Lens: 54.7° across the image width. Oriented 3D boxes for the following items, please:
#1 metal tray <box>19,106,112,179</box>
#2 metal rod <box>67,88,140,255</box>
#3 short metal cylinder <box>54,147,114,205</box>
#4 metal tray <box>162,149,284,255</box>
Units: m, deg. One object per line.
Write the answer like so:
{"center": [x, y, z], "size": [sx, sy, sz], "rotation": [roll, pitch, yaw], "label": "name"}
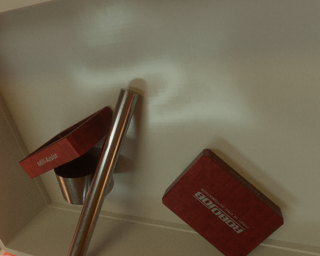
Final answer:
{"center": [-0.131, 0.021, 0.446], "size": [0.130, 0.090, 0.030], "rotation": [-24, 105, 36], "label": "metal tray"}
{"center": [-0.087, 0.090, 0.429], "size": [0.025, 0.025, 0.298], "rotation": [22, 101, 14], "label": "metal rod"}
{"center": [-0.115, 0.072, 0.476], "size": [0.080, 0.080, 0.050], "rotation": [7, 122, 24], "label": "short metal cylinder"}
{"center": [0.080, 0.102, 0.406], "size": [0.130, 0.030, 0.090], "rotation": [40, 108, 0], "label": "metal tray"}
